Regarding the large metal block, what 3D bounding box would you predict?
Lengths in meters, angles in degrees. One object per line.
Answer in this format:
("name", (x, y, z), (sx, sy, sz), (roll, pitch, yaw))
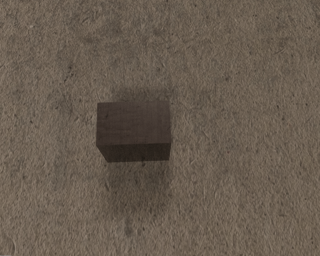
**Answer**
("large metal block", (-0.029, 0.007, 0.376), (0.081, 0.080, 0.050), (-2, 70, -1))
